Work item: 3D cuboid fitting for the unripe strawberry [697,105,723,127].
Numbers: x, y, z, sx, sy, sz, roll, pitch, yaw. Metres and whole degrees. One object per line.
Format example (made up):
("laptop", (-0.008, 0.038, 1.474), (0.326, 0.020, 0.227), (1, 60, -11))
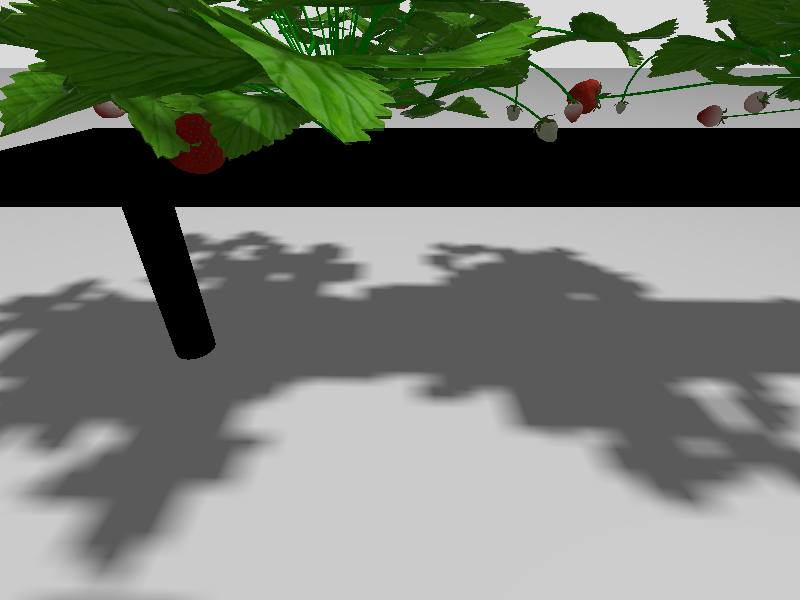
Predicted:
("unripe strawberry", (0.291, -0.173, 0.377), (0.019, 0.019, 0.021), (16, 35, 25))

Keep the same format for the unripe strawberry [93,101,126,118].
("unripe strawberry", (-0.302, -0.201, 0.416), (0.028, 0.027, 0.031), (-26, 15, 36))

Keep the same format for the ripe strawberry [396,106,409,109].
("ripe strawberry", (0.002, -0.257, 0.499), (0.038, 0.034, 0.035), (7, 32, 12))

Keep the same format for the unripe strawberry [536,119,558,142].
("unripe strawberry", (0.117, -0.133, 0.315), (0.016, 0.018, 0.018), (-36, 22, 23))

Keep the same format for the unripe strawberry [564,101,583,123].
("unripe strawberry", (0.182, -0.196, 0.419), (0.019, 0.020, 0.018), (-31, 39, -9))

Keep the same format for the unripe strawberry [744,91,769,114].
("unripe strawberry", (0.420, -0.233, 0.475), (0.022, 0.024, 0.024), (3, 18, 6))

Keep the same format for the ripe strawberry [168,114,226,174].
("ripe strawberry", (-0.118, -0.088, 0.228), (0.031, 0.033, 0.034), (18, 36, 27))

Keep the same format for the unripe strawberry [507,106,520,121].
("unripe strawberry", (0.118, -0.194, 0.418), (0.013, 0.014, 0.015), (-18, 36, -27))

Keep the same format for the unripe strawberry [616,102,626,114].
("unripe strawberry", (0.232, -0.202, 0.422), (0.010, 0.011, 0.011), (20, 37, 29))

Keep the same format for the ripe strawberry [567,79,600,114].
("ripe strawberry", (0.211, -0.234, 0.461), (0.034, 0.036, 0.031), (24, 39, 34))
